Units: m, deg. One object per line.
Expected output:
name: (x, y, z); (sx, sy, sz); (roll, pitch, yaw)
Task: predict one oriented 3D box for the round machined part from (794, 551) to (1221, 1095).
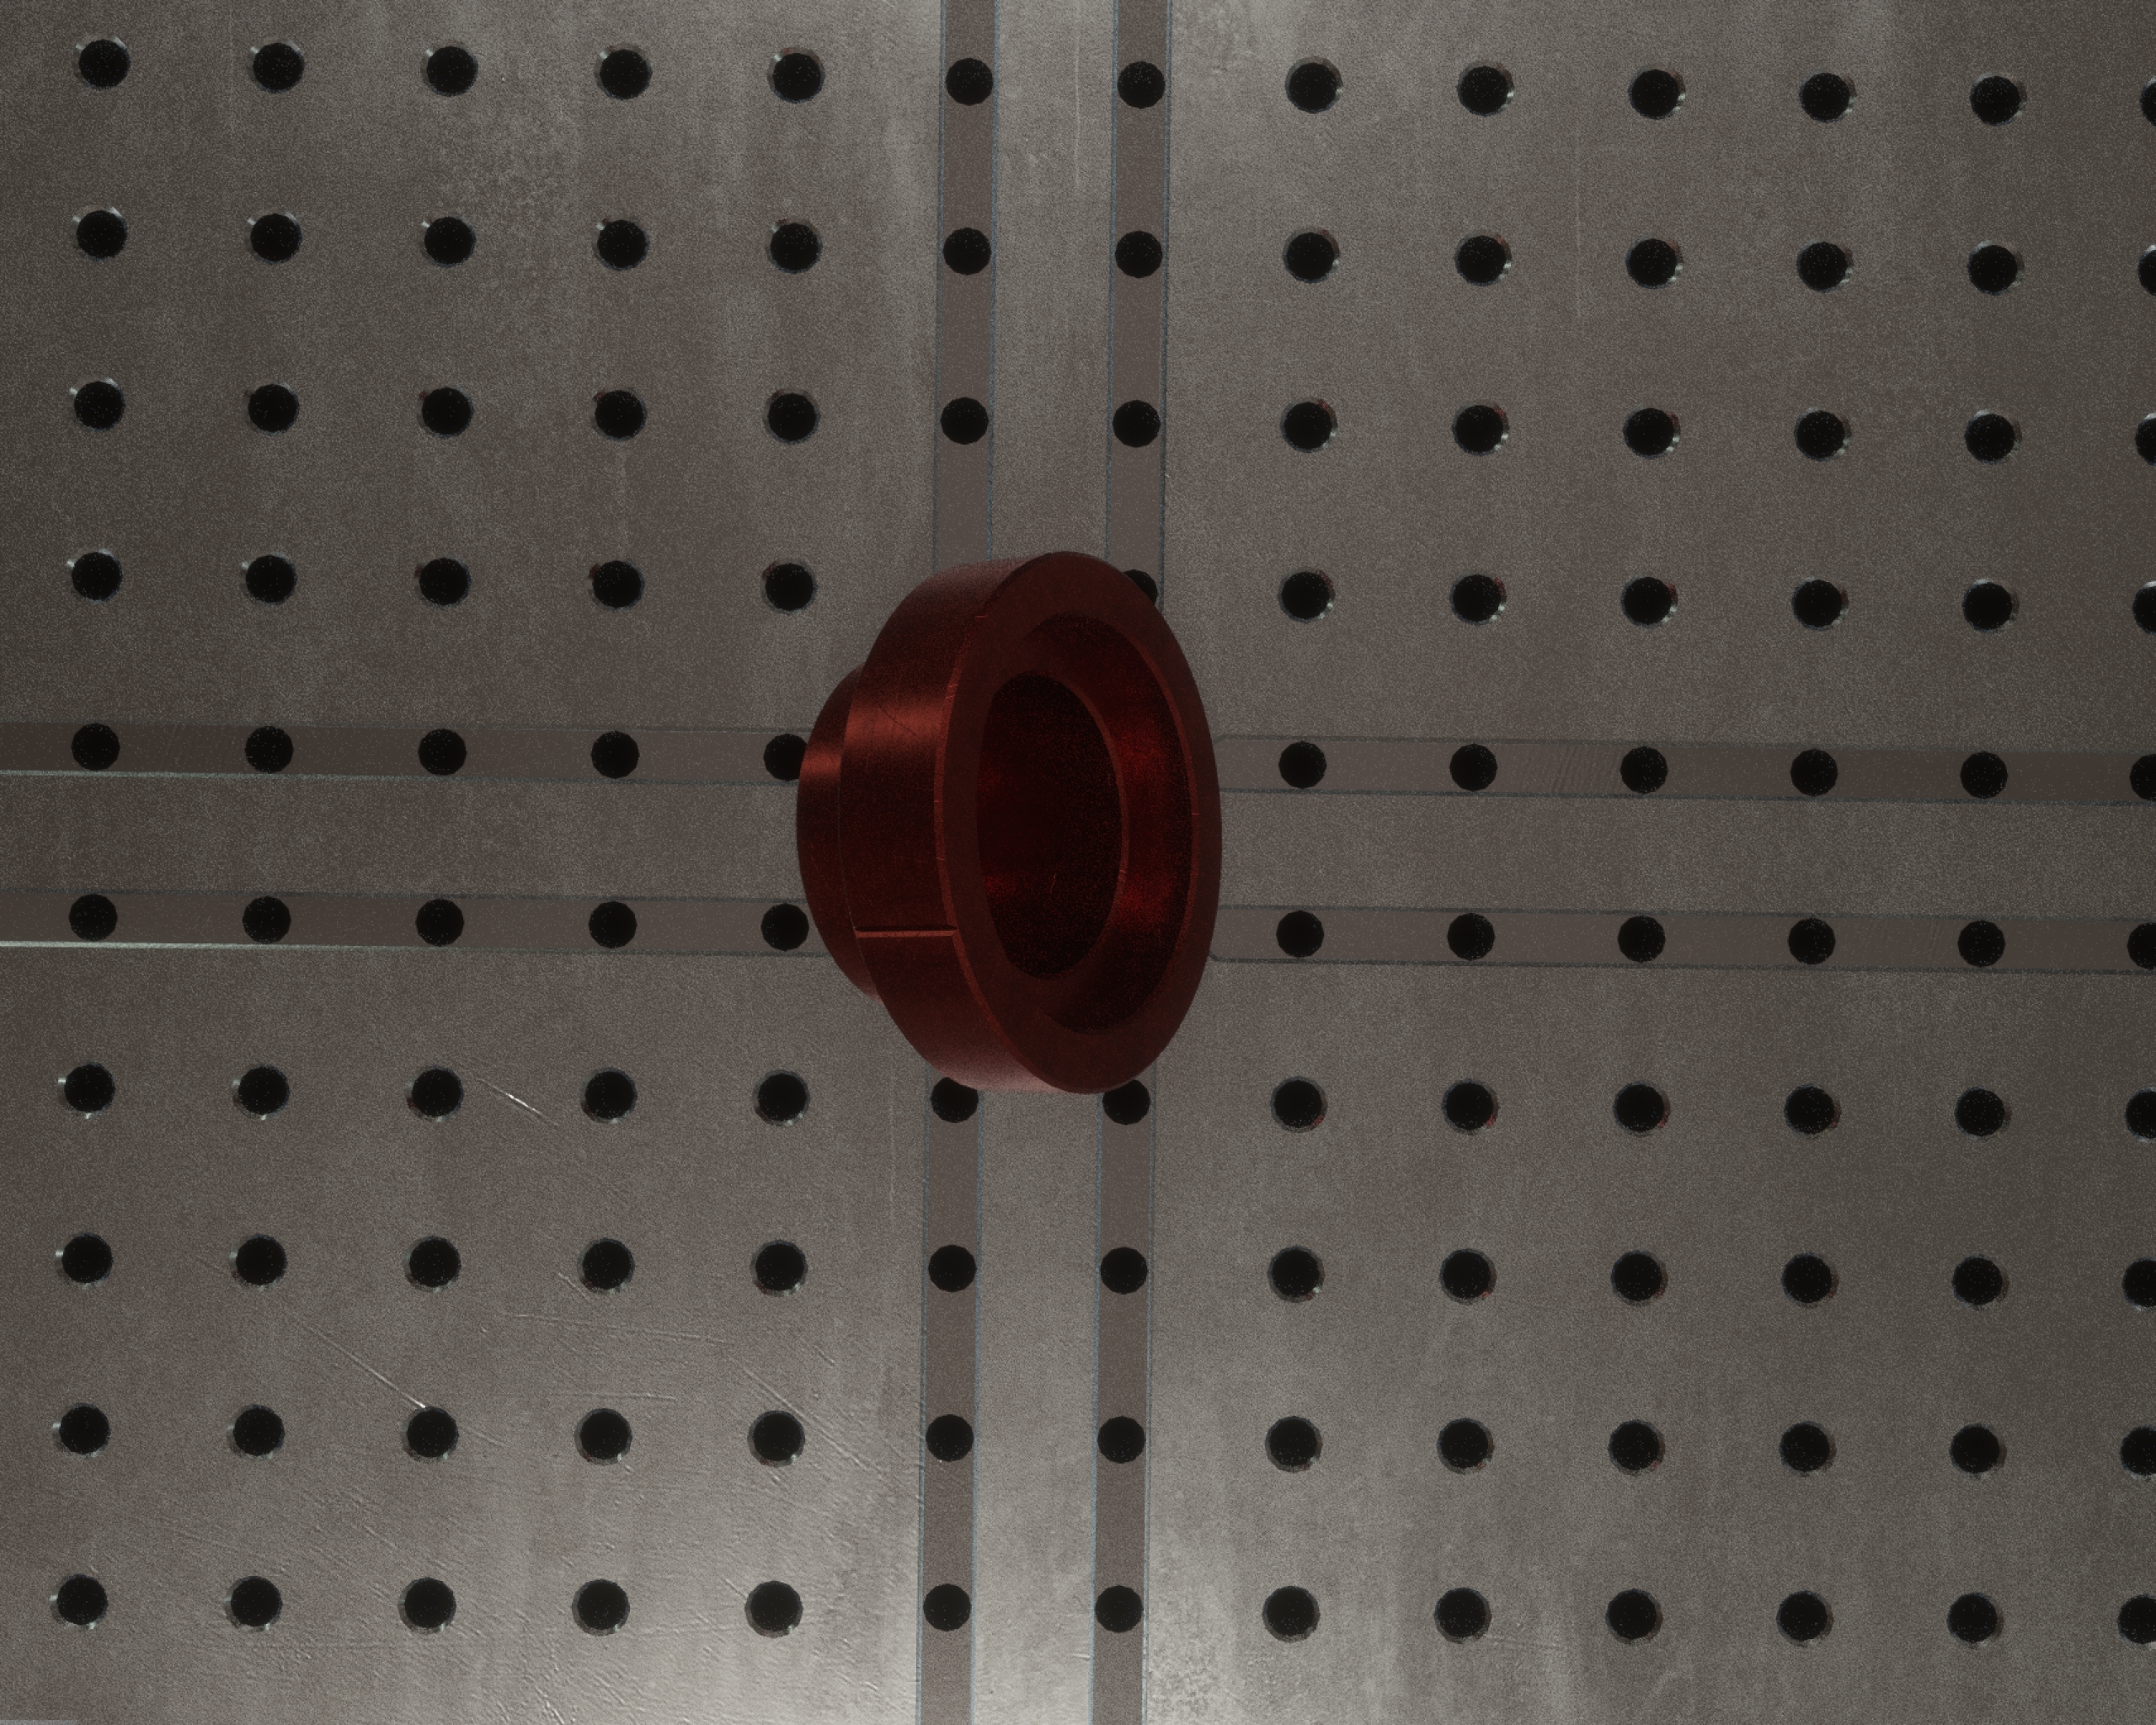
round machined part: (-0.015, -0.006, 0.385); (0.042, 0.099, 0.097); (-2, 90, 31)
